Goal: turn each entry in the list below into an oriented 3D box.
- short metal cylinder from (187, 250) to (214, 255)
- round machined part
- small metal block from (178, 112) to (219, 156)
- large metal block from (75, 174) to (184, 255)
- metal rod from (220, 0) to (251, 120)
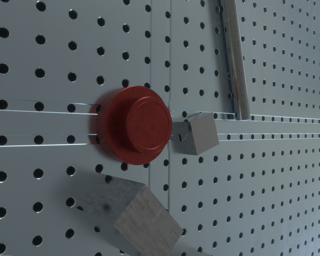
[{"bbox_3d":[0.068,0.227,0.450,0.081,0.050,0.079,0,90,-40],"label":"short metal cylinder"},{"bbox_3d":[-0.024,-0.003,0.378,0.099,0.042,0.097,0,90,-40],"label":"round machined part"},{"bbox_3d":[0.058,0.008,0.457,0.050,0.025,0.050,-22,104,-38],"label":"small metal block"},{"bbox_3d":[-0.034,0.102,0.345,0.050,0.080,0.080,-50,120,-28],"label":"large metal block"},{"bbox_3d":[0.117,-0.161,0.506,0.025,0.025,0.298,-16,100,-39],"label":"metal rod"}]
